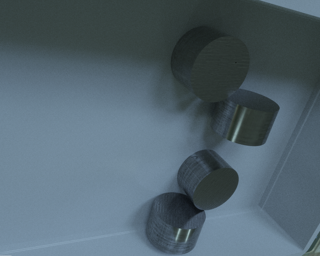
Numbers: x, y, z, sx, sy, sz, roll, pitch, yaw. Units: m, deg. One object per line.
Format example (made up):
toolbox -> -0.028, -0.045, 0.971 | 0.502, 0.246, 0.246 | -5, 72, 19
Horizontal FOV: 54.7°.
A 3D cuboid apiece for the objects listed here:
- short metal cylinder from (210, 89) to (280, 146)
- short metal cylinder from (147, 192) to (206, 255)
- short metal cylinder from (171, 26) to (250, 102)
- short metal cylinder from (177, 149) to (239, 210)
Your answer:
short metal cylinder -> 0.115, -0.017, 0.425 | 0.081, 0.080, 0.050 | -1, 119, -28
short metal cylinder -> 0.024, 0.144, 0.475 | 0.081, 0.080, 0.050 | 0, 119, -28
short metal cylinder -> 0.060, -0.078, 0.377 | 0.081, 0.050, 0.079 | -14, 124, -21
short metal cylinder -> 0.074, 0.080, 0.482 | 0.081, 0.050, 0.079 | -14, 124, -21
